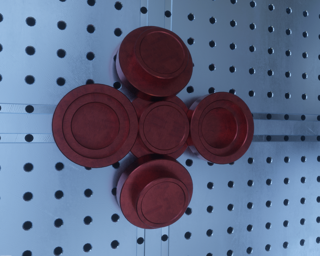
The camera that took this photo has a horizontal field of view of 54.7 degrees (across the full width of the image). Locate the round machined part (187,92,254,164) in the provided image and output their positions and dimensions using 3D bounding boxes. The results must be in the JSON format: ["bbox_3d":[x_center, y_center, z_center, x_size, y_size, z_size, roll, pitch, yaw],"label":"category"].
[{"bbox_3d":[0.078,0.000,0.433,0.099,0.042,0.097,0,90,-21],"label":"round machined part"}]

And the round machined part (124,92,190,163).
[{"bbox_3d":[-0.001,-0.001,0.403,0.099,0.042,0.097,0,90,-21],"label":"round machined part"}]

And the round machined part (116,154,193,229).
[{"bbox_3d":[-0.002,0.085,0.391,0.099,0.042,0.097,-6,107,-19],"label":"round machined part"}]

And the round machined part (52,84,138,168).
[{"bbox_3d":[-0.079,-0.003,0.374,0.099,0.042,0.097,0,90,-21],"label":"round machined part"}]

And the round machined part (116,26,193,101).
[{"bbox_3d":[-0.003,-0.086,0.391,0.099,0.042,0.098,5,74,-17],"label":"round machined part"}]
